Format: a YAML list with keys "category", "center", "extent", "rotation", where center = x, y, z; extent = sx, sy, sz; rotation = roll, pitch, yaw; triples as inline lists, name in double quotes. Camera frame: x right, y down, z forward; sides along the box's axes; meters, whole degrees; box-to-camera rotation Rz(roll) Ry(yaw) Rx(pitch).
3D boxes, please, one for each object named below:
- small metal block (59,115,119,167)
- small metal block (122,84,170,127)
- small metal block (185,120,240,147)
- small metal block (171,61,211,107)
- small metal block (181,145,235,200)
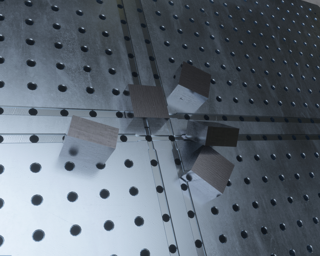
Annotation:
- category: "small metal block"
  center: [-0.078, 0.016, 0.340]
  extent: [0.050, 0.050, 0.025]
  rotation: [17, 55, -18]
- category: "small metal block"
  center: [-0.020, -0.029, 0.415]
  extent: [0.050, 0.025, 0.050]
  rotation: [1, 61, -28]
- category: "small metal block"
  center: [0.070, 0.007, 0.422]
  extent: [0.050, 0.050, 0.025]
  rotation: [4, 98, -26]
- category: "small metal block"
  center: [0.048, -0.067, 0.474]
  extent: [0.050, 0.025, 0.050]
  rotation: [23, 53, -14]
- category: "small metal block"
  center: [0.064, 0.057, 0.407]
  extent: [0.050, 0.025, 0.050]
  rotation: [37, 51, -3]
